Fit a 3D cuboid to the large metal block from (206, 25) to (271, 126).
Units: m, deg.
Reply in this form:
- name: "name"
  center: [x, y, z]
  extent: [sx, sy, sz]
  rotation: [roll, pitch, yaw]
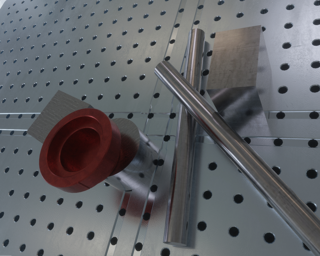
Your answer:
- name: "large metal block"
  center: [0.095, -0.057, 0.358]
  extent: [0.050, 0.080, 0.080]
  rotation: [-1, 61, 28]

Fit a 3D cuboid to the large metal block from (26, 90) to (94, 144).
- name: "large metal block"
  center: [-0.138, -0.002, 0.466]
  extent: [0.080, 0.050, 0.080]
  rotation: [24, 75, 36]

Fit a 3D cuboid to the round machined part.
- name: "round machined part"
  center: [-0.087, 0.029, 0.361]
  extent: [0.098, 0.042, 0.098]
  rotation: [-13, 56, 21]

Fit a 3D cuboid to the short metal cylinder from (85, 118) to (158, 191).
- name: "short metal cylinder"
  center: [-0.050, 0.034, 0.397]
  extent: [0.080, 0.050, 0.080]
  rotation: [-13, 56, 21]

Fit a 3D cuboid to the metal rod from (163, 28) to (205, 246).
- name: "metal rod"
  center: [0.035, -0.009, 0.395]
  extent: [0.025, 0.025, 0.299]
  rotation: [-6, 59, 25]

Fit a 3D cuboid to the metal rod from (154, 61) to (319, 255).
- name: "metal rod"
  center: [0.080, 0.020, 0.333]
  extent: [0.025, 0.025, 0.300]
  rotation: [-39, 57, 2]
